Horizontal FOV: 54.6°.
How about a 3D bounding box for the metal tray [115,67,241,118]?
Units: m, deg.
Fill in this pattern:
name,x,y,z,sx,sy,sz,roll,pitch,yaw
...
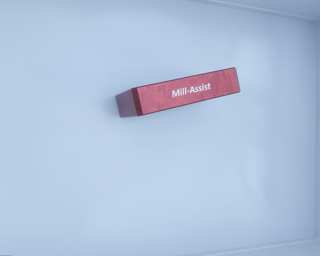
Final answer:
name,x,y,z,sx,sy,sz,roll,pitch,yaw
metal tray,0.019,-0.042,0.382,0.131,0.090,0.030,-14,95,-19
